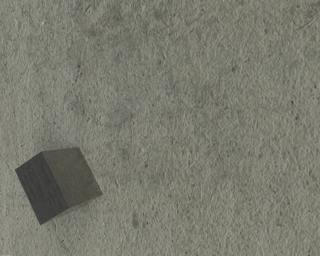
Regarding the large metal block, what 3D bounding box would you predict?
[{"bbox_3d":[-0.136,0.076,0.428,0.050,0.080,0.080,-33,80,17],"label":"large metal block"}]
